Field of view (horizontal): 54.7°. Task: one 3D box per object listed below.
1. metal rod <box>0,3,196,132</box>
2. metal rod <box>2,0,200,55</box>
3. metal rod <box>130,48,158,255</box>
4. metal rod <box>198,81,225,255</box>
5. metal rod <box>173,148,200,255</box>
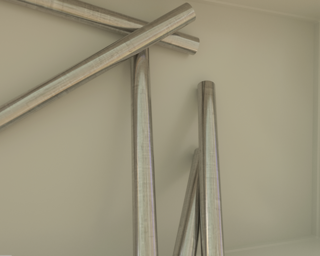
[{"bbox_3d":[-0.087,-0.067,0.362,0.301,0.025,0.025,-33,101,-11],"label":"metal rod"},{"bbox_3d":[-0.091,-0.140,0.377,0.302,0.025,0.025,11,87,-20],"label":"metal rod"},{"bbox_3d":[-0.019,0.035,0.345,0.025,0.025,0.299,6,65,-20],"label":"metal rod"},{"bbox_3d":[0.059,0.071,0.365,0.025,0.025,0.299,14,59,-20],"label":"metal rod"},{"bbox_3d":[0.026,0.136,0.331,0.025,0.025,0.301,36,42,-17],"label":"metal rod"}]
